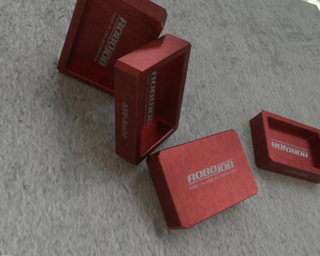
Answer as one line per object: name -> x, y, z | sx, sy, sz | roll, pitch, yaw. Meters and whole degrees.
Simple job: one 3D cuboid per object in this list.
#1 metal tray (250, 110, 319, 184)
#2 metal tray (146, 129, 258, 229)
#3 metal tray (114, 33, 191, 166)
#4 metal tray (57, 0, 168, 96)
metal tray -> 0.211, 0.031, 0.497 | 0.131, 0.030, 0.090 | 16, 55, -20
metal tray -> 0.056, 0.059, 0.385 | 0.131, 0.030, 0.090 | -14, 81, -34
metal tray -> -0.009, -0.030, 0.350 | 0.030, 0.129, 0.091 | 29, 47, 24
metal tray -> -0.060, -0.100, 0.364 | 0.090, 0.129, 0.030 | 24, 47, -14
